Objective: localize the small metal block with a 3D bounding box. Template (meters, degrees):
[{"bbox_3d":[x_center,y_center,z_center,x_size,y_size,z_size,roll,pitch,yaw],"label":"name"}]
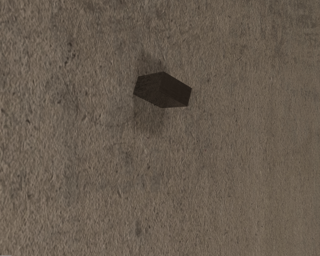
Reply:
[{"bbox_3d":[0.003,-0.047,0.393,0.050,0.050,0.025,24,75,-38],"label":"small metal block"}]
